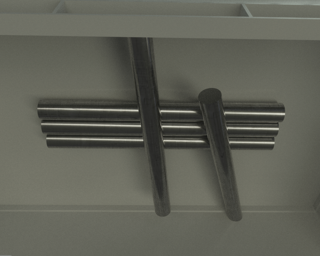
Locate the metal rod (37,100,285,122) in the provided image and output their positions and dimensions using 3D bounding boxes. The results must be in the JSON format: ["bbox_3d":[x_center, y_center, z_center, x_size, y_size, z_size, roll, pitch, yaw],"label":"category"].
[{"bbox_3d":[0.003,-0.021,0.389,0.302,0.025,0.025,1,130,-1],"label":"metal rod"}]

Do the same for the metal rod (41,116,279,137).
[{"bbox_3d":[0.001,-0.002,0.405,0.302,0.025,0.025,1,130,-1],"label":"metal rod"}]

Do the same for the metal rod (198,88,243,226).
[{"bbox_3d":[0.093,0.063,0.436,0.025,0.025,0.299,-12,136,10],"label":"metal rod"}]

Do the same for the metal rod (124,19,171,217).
[{"bbox_3d":[-0.008,0.015,0.387,0.025,0.025,0.298,-4,130,3],"label":"metal rod"}]

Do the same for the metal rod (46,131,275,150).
[{"bbox_3d":[0.002,0.017,0.422,0.302,0.025,0.025,1,130,-1],"label":"metal rod"}]
